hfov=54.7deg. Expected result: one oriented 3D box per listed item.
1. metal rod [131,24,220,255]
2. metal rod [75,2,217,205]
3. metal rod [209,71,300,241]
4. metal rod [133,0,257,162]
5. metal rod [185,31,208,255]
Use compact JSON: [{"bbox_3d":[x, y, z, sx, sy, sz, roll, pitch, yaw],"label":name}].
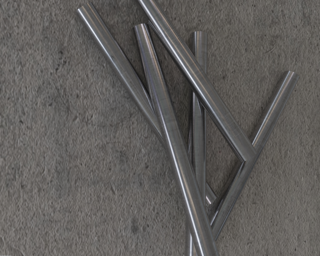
[{"bbox_3d":[0.016,0.013,0.377,0.025,0.025,0.299,-13,81,-20],"label":"metal rod"},{"bbox_3d":[-0.012,-0.022,0.404,0.025,0.025,0.299,-37,102,-16],"label":"metal rod"},{"bbox_3d":[0.131,0.045,0.457,0.025,0.025,0.300,34,79,-17],"label":"metal rod"},{"bbox_3d":[0.029,-0.089,0.389,0.025,0.025,0.299,-33,90,-17],"label":"metal rod"},{"bbox_3d":[0.048,0.019,0.404,0.025,0.025,0.299,6,80,-20],"label":"metal rod"}]
